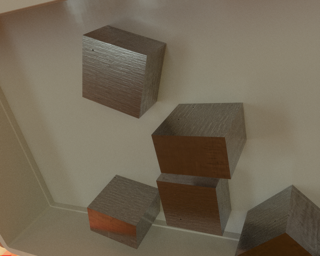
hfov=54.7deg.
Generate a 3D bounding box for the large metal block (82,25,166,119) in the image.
[{"bbox_3d":[-0.045,-0.069,0.374,0.080,0.050,0.079,21,127,15],"label":"large metal block"}]

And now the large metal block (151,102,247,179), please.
[{"bbox_3d":[0.048,0.011,0.354,0.080,0.080,0.050,1,119,28],"label":"large metal block"}]

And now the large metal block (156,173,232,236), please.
[{"bbox_3d":[0.049,0.093,0.425,0.080,0.050,0.080,2,120,27],"label":"large metal block"}]

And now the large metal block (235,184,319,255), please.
[{"bbox_3d":[0.145,0.128,0.376,0.050,0.080,0.080,41,129,0],"label":"large metal block"}]

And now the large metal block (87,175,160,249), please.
[{"bbox_3d":[-0.053,0.126,0.479,0.080,0.080,0.050,14,124,20],"label":"large metal block"}]
